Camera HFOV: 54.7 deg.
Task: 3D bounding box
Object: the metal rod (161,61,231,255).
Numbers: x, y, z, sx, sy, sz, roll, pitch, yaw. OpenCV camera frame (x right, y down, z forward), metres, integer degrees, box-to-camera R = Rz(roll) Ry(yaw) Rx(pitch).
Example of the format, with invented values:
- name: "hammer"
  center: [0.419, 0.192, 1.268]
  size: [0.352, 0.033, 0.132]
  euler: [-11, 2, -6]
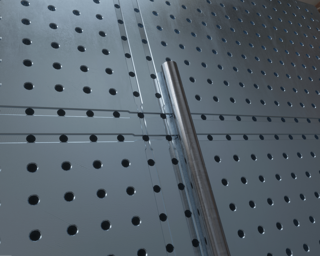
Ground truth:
- name: "metal rod"
  center: [0.043, 0.037, 0.410]
  size: [0.025, 0.025, 0.299]
  euler: [2, 61, -28]
